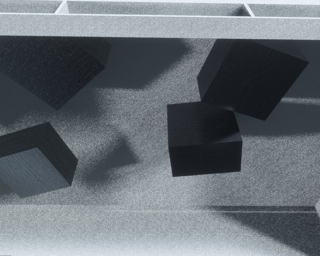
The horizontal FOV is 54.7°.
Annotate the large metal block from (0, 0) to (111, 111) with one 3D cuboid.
[{"bbox_3d":[-0.111,-0.078,0.325,0.080,0.050,0.080,-35,122,26],"label":"large metal block"}]

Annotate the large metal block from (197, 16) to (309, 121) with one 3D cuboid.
[{"bbox_3d":[0.096,-0.063,0.340,0.081,0.050,0.079,16,128,-13],"label":"large metal block"}]

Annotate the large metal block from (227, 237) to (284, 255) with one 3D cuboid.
[{"bbox_3d":[0.198,0.274,0.630,0.080,0.050,0.080,29,124,-23],"label":"large metal block"}]

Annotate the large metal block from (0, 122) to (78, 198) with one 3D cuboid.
[{"bbox_3d":[-0.174,0.046,0.430,0.080,0.050,0.080,-15,129,12],"label":"large metal block"}]

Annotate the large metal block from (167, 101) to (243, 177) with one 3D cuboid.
[{"bbox_3d":[0.052,0.011,0.382,0.080,0.080,0.050,-5,130,4],"label":"large metal block"}]
